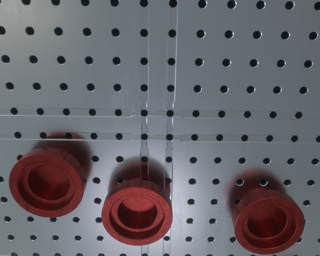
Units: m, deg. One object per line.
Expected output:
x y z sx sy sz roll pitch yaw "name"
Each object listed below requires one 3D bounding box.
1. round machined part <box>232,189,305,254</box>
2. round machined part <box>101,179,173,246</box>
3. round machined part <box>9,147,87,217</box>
0.154 0.132 0.454 0.099 0.042 0.097 0 110 0 "round machined part"
-0.032 0.116 0.447 0.099 0.042 0.097 0 110 0 "round machined part"
-0.150 0.071 0.429 0.099 0.042 0.097 0 110 0 "round machined part"
